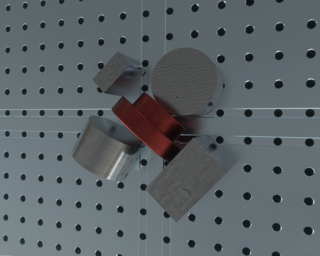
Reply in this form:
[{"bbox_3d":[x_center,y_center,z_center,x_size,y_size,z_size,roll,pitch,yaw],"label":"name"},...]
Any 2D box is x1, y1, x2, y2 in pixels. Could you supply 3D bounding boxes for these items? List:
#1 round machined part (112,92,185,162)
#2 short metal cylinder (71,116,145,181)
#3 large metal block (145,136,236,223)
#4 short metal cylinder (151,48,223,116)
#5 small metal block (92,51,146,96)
[{"bbox_3d":[-0.008,-0.006,0.376,0.098,0.098,0.042,43,91,14],"label":"round machined part"},{"bbox_3d":[-0.067,0.025,0.405,0.080,0.080,0.050,33,101,16],"label":"short metal cylinder"},{"bbox_3d":[0.040,0.056,0.369,0.050,0.080,0.080,45,104,14],"label":"large metal block"},{"bbox_3d":[0.035,-0.054,0.386,0.080,0.050,0.079,0,90,19],"label":"short metal cylinder"},{"bbox_3d":[-0.054,-0.071,0.417,0.050,0.050,0.025,-44,77,14],"label":"small metal block"}]
